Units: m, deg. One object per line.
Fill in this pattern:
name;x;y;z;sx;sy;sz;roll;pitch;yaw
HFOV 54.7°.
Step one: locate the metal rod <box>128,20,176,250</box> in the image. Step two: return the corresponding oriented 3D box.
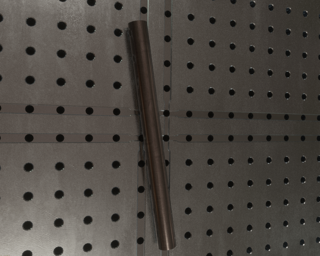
metal rod;-0.010;0.012;0.409;0.025;0.025;0.298;-9;93;-20
